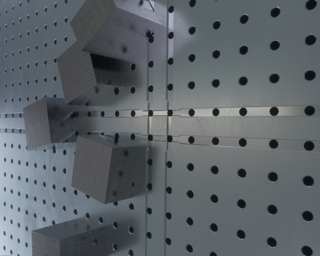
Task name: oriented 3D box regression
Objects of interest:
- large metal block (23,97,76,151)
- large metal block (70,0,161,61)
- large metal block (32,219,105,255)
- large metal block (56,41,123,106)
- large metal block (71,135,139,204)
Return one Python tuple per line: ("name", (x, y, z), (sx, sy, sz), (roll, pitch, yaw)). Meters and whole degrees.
("large metal block", (-0.200, -0.006, 0.560), (0.080, 0.050, 0.080), (-15, 80, 39))
("large metal block", (-0.061, -0.143, 0.425), (0.080, 0.081, 0.050), (-38, 67, 33))
("large metal block", (-0.146, 0.186, 0.496), (0.080, 0.081, 0.050), (-4, 88, 40))
("large metal block", (-0.112, -0.087, 0.487), (0.080, 0.050, 0.080), (-25, 75, 37))
("large metal block", (-0.084, 0.058, 0.464), (0.080, 0.050, 0.080), (15, 99, 39))
